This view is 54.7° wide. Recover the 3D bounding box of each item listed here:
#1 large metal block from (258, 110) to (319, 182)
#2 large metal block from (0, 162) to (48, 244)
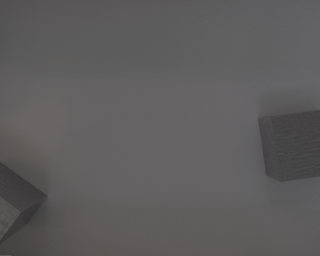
[{"bbox_3d":[0.180,0.020,0.400,0.080,0.050,0.080,-8,90,0],"label":"large metal block"},{"bbox_3d":[-0.201,0.090,0.382,0.080,0.080,0.050,36,90,0],"label":"large metal block"}]
